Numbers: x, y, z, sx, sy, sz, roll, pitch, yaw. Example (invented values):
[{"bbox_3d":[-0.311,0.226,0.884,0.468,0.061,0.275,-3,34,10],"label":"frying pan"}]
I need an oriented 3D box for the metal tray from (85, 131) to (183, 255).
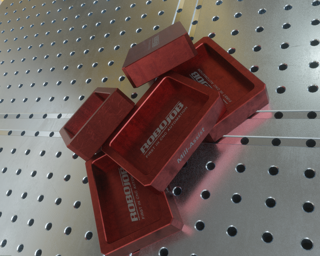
[{"bbox_3d":[-0.037,0.076,0.376,0.090,0.030,0.130,-29,52,9],"label":"metal tray"}]

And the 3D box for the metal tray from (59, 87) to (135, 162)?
[{"bbox_3d":[-0.090,-0.012,0.418,0.090,0.030,0.130,-51,22,-8],"label":"metal tray"}]

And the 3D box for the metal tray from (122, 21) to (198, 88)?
[{"bbox_3d":[-0.001,-0.106,0.431,0.090,0.030,0.130,-27,23,11],"label":"metal tray"}]

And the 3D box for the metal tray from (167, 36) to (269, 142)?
[{"bbox_3d":[0.064,-0.055,0.404,0.090,0.030,0.130,-37,51,3],"label":"metal tray"}]

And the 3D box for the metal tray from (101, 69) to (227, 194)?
[{"bbox_3d":[0.003,0.000,0.364,0.090,0.030,0.130,32,79,37],"label":"metal tray"}]
